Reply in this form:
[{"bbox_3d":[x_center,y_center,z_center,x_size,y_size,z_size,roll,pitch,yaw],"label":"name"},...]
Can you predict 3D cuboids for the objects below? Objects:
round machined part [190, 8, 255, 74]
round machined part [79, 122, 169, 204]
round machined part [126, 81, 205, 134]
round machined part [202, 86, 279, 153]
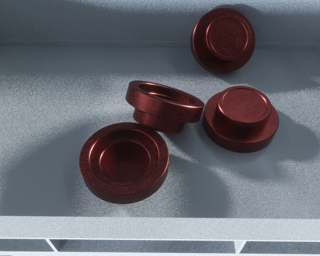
[{"bbox_3d":[0.099,-0.134,0.472,0.099,0.042,0.097,0,94,-6],"label":"round machined part"},{"bbox_3d":[-0.040,0.043,0.357,0.099,0.042,0.098,0,50,0],"label":"round machined part"},{"bbox_3d":[0.004,-0.025,0.396,0.099,0.042,0.098,15,18,-5],"label":"round machined part"},{"bbox_3d":[0.108,-0.019,0.411,0.099,0.042,0.098,0,50,0],"label":"round machined part"}]
